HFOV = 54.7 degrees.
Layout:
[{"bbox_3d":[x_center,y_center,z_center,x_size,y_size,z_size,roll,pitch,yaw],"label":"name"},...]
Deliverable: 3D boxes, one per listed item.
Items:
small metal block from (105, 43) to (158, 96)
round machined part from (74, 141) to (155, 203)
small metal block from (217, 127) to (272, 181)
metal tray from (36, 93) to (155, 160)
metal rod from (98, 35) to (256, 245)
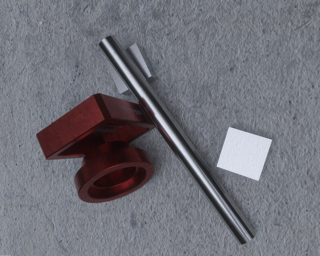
[{"bbox_3d":[-0.038,-0.079,0.421,0.050,0.025,0.050,-27,81,17],"label":"small metal block"},{"bbox_3d":[-0.060,0.053,0.394,0.098,0.098,0.042,-36,59,16],"label":"round machined part"},{"bbox_3d":[0.102,0.030,0.373,0.050,0.025,0.050,18,96,18],"label":"small metal block"},{"bbox_3d":[-0.069,0.002,0.375,0.090,0.130,0.030,-31,76,17],"label":"metal tray"},{"bbox_3d":[0.018,0.011,0.385,0.025,0.025,0.299,-37,85,16],"label":"metal rod"}]
